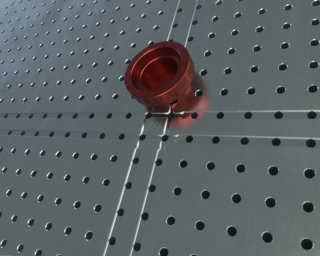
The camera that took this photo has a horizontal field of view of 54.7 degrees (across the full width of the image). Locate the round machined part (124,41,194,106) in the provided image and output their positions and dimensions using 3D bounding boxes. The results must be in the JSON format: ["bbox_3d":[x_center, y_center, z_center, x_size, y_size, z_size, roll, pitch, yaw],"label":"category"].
[{"bbox_3d":[0.003,-0.072,0.439,0.098,0.042,0.098,-13,56,20],"label":"round machined part"}]
